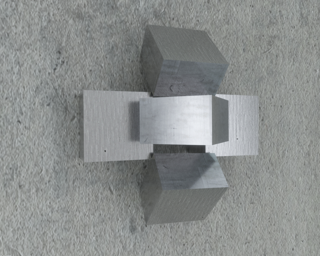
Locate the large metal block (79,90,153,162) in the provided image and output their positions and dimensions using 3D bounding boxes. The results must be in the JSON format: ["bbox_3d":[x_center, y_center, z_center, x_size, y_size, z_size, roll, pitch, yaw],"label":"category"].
[{"bbox_3d":[-0.055,-0.003,0.377,0.081,0.050,0.079,-1,90,-21],"label":"large metal block"}]

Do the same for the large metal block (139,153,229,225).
[{"bbox_3d":[0.026,0.076,0.385,0.081,0.079,0.050,1,47,-19],"label":"large metal block"}]

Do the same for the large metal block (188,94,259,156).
[{"bbox_3d":[0.087,-0.004,0.427,0.081,0.050,0.079,0,90,-21],"label":"large metal block"}]

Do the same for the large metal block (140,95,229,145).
[{"bbox_3d":[0.031,-0.008,0.358,0.080,0.080,0.050,0,91,24],"label":"large metal block"}]

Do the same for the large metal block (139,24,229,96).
[{"bbox_3d":[0.026,-0.083,0.385,0.081,0.080,0.050,0,134,-20],"label":"large metal block"}]
